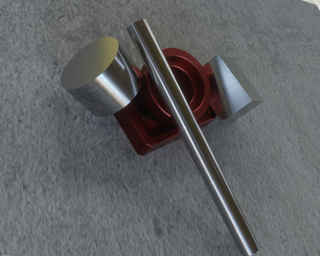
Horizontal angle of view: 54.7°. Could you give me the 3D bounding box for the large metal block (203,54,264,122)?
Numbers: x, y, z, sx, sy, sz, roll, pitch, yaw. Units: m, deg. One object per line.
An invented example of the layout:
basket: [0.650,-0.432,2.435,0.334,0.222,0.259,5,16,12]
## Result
large metal block: [0.102,-0.058,0.460,0.080,0.050,0.080,58,27,13]

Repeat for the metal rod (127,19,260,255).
metal rod: [0.041,0.015,0.364,0.025,0.025,0.299,-31,96,-38]

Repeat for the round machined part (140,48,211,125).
round machined part: [0.016,-0.051,0.404,0.099,0.042,0.098,10,72,-31]

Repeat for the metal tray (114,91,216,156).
metal tray: [0.006,-0.027,0.423,0.131,0.030,0.090,-23,74,-36]

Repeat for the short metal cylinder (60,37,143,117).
short metal cylinder: [-0.068,-0.060,0.363,0.050,0.080,0.080,50,39,-42]
